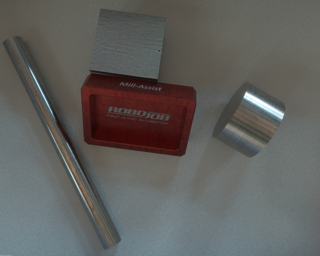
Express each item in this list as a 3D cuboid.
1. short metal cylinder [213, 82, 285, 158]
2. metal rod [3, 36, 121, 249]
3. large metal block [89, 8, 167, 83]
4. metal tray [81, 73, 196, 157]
[{"bbox_3d":[0.109,-0.010,0.385,0.050,0.080,0.080,30,90,-1],"label":"short metal cylinder"},{"bbox_3d":[-0.129,0.019,0.409,0.025,0.025,0.299,-26,90,0],"label":"metal rod"},{"bbox_3d":[-0.038,-0.096,0.391,0.081,0.050,0.080,8,79,-1],"label":"large metal block"},{"bbox_3d":[-0.027,-0.014,0.383,0.131,0.030,0.089,8,130,-1],"label":"metal tray"}]
